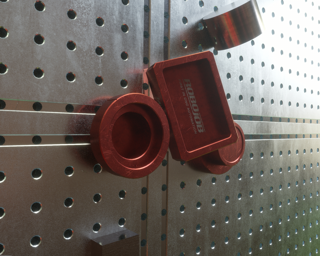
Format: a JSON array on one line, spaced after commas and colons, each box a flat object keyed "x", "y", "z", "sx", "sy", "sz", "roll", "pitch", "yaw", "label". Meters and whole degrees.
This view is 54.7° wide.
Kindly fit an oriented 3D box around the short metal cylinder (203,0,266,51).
[{"x": 0.112, "y": -0.158, "z": 0.470, "sx": 0.080, "sy": 0.080, "sz": 0.050, "roll": -41, "pitch": 115, "yaw": -33, "label": "short metal cylinder"}]

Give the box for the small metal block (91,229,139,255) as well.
[{"x": -0.052, "y": 0.154, "z": 0.367, "sx": 0.050, "sy": 0.025, "sz": 0.050, "roll": -2, "pitch": 91, "yaw": -40, "label": "small metal block"}]

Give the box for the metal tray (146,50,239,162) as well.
[{"x": 0.044, "y": -0.030, "z": 0.415, "sx": 0.091, "sy": 0.030, "sz": 0.129, "roll": -18, "pitch": 93, "yaw": -22, "label": "metal tray"}]

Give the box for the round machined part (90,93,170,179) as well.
[{"x": -0.039, "y": 0.009, "z": 0.367, "sx": 0.099, "sy": 0.042, "sz": 0.097, "roll": 0, "pitch": 91, "yaw": -40, "label": "round machined part"}]

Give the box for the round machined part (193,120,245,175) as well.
[{"x": 0.095, "y": 0.024, "z": 0.481, "sx": 0.099, "sy": 0.042, "sz": 0.097, "roll": 0, "pitch": 90, "yaw": -40, "label": "round machined part"}]
